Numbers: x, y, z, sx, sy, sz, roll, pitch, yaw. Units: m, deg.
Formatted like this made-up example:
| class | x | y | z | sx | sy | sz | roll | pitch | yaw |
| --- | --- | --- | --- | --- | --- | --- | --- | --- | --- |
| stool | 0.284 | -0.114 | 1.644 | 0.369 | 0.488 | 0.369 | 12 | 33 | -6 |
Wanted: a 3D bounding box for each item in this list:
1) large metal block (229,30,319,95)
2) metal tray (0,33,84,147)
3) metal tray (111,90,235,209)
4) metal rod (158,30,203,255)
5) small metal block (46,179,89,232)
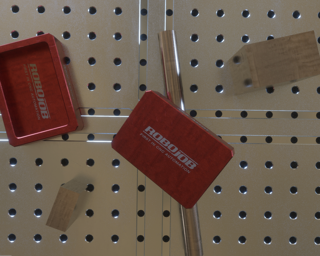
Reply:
| class | x | y | z | sx | sy | sz | roll | pitch | yaw |
| --- | --- | --- | --- | --- | --- | --- | --- | --- | --- |
| large metal block | 0.139 | -0.077 | 0.388 | 0.080 | 0.080 | 0.050 | -12 | 90 | 0 |
| metal tray | -0.164 | -0.049 | 0.408 | 0.091 | 0.030 | 0.129 | -15 | 90 | -1 |
| metal tray | 0.015 | 0.025 | 0.388 | 0.130 | 0.030 | 0.090 | 38 | 102 | 12 |
| metal rod | 0.027 | 0.021 | 0.413 | 0.025 | 0.025 | 0.298 | -7 | 90 | 0 |
| small metal block | -0.118 | 0.098 | 0.399 | 0.025 | 0.050 | 0.050 | 21 | 90 | 0 |
